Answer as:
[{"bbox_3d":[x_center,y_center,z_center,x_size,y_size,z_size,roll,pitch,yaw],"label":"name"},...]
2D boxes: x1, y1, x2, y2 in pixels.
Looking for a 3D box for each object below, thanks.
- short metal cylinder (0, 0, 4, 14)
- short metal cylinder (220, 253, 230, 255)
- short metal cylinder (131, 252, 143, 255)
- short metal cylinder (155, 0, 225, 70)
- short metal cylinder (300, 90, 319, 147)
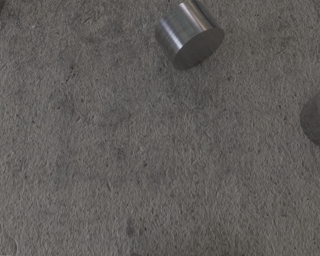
[{"bbox_3d":[-0.274,-0.199,0.450,0.050,0.080,0.080,12,71,4],"label":"short metal cylinder"},{"bbox_3d":[0.064,0.177,0.314,0.050,0.080,0.080,38,75,13],"label":"short metal cylinder"},{"bbox_3d":[-0.019,0.176,0.314,0.050,0.080,0.080,19,71,7],"label":"short metal cylinder"},{"bbox_3d":[0.040,-0.125,0.425,0.080,0.080,0.050,-28,73,-10],"label":"short metal cylinder"},{"bbox_3d":[0.233,-0.016,0.402,0.081,0.050,0.080,0,70,0],"label":"short metal cylinder"}]
